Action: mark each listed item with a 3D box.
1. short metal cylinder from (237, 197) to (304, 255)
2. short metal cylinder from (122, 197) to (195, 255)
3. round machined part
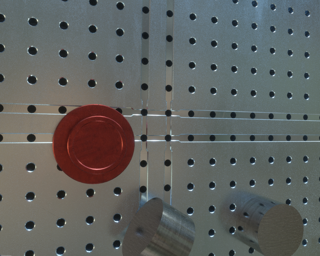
[{"bbox_3d":[0.162,0.147,0.460,0.081,0.050,0.079,0,90,-20],"label":"short metal cylinder"},{"bbox_3d":[-0.002,0.134,0.383,0.050,0.080,0.080,36,78,-17],"label":"short metal cylinder"},{"bbox_3d":[-0.078,0.019,0.375,0.099,0.042,0.097,0,90,-20],"label":"round machined part"}]
